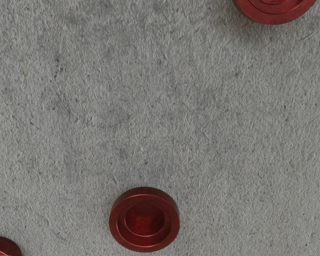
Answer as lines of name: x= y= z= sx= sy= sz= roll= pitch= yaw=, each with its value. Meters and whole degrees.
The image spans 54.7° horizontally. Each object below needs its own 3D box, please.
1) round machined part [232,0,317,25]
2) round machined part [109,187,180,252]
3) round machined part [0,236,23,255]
round machined part: x=0.124 y=-0.165 z=0.341 sx=0.099 sy=0.042 sz=0.097 roll=0 pitch=110 yaw=0
round machined part: x=-0.021 y=0.126 z=0.447 sx=0.099 sy=0.042 sz=0.097 roll=0 pitch=110 yaw=0
round machined part: x=-0.255 y=0.207 z=0.475 sx=0.099 sy=0.042 sz=0.097 roll=0 pitch=110 yaw=0
